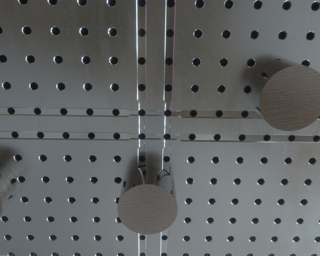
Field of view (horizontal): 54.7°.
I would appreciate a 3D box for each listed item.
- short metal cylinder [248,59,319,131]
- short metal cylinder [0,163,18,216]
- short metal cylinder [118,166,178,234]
[{"bbox_3d":[0.157,-0.042,0.387,0.081,0.050,0.079,0,110,-1],"label":"short metal cylinder"},{"bbox_3d":[-0.249,0.090,0.430,0.081,0.050,0.079,0,110,-1],"label":"short metal cylinder"},{"bbox_3d":[-0.017,0.101,0.437,0.081,0.050,0.079,0,110,-1],"label":"short metal cylinder"}]
